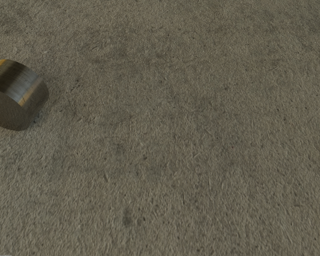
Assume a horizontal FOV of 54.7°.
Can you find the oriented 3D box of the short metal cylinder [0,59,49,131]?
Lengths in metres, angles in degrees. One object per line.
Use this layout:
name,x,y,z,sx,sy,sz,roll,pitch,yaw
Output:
short metal cylinder,-0.194,-0.041,0.401,0.080,0.080,0.050,11,51,9
